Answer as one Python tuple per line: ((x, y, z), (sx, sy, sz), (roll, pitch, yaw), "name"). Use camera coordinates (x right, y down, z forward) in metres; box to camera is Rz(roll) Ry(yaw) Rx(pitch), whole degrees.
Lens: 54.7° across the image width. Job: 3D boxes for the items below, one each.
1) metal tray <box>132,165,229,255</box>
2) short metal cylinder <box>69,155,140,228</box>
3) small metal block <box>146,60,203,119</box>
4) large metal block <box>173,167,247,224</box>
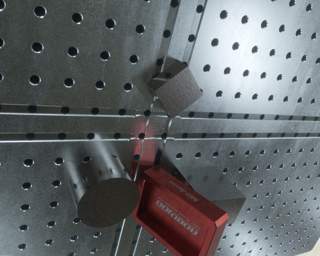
((0.022, 0.123, 0.430), (0.030, 0.130, 0.089), (-17, 129, -47), "metal tray")
((-0.073, 0.082, 0.406), (0.081, 0.050, 0.079), (-14, 124, -21), "short metal cylinder")
((0.019, -0.049, 0.392), (0.050, 0.025, 0.050), (-38, 129, -3), "small metal block")
((0.069, 0.104, 0.478), (0.081, 0.080, 0.050), (4, 117, -30), "large metal block")
